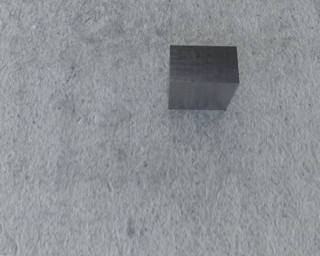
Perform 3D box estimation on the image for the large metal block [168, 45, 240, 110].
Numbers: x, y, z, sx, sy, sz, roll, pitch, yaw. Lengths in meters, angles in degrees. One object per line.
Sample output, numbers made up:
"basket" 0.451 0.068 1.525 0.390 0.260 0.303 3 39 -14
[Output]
"large metal block" 0.052 -0.062 0.402 0.080 0.080 0.050 1 70 0
